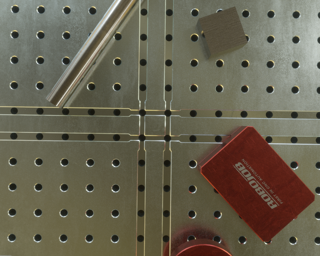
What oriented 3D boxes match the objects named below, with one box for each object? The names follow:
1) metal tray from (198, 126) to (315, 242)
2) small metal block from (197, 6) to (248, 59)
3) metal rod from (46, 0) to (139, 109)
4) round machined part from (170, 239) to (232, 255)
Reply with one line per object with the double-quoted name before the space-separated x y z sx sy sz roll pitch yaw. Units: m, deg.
"metal tray" 0.126 0.072 0.413 0.090 0.030 0.130 -42 91 0
"small metal block" 0.082 -0.127 0.414 0.050 0.025 0.050 -19 90 -1
"metal rod" -0.055 -0.155 0.412 0.025 0.025 0.299 35 90 -1
"round machined part" 0.054 0.193 0.406 0.099 0.042 0.097 0 90 -1
